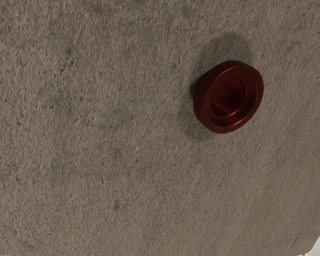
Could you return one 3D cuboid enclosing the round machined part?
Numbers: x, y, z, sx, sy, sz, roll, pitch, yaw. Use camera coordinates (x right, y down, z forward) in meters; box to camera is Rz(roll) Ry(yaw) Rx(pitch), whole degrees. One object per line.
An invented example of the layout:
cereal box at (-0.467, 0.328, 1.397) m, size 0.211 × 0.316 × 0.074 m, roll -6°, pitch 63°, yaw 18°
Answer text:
round machined part at (0.087, -0.045, 0.418) m, size 0.099 × 0.042 × 0.097 m, roll -14°, pitch 125°, yaw -21°
